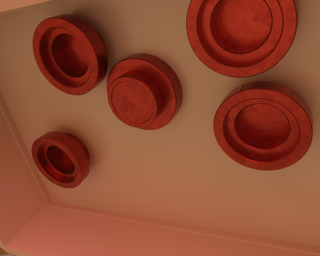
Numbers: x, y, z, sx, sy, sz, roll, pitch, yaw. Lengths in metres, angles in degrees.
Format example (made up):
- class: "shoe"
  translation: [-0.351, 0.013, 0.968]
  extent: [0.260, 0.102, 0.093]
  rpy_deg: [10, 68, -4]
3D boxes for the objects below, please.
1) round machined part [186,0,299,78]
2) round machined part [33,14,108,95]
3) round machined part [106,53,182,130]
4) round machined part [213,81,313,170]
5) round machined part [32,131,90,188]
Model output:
- class: "round machined part"
  translation: [0.078, -0.101, 0.293]
  extent: [0.098, 0.042, 0.097]
  rpy_deg: [13, 124, 20]
- class: "round machined part"
  translation: [-0.108, -0.095, 0.394]
  extent: [0.098, 0.042, 0.097]
  rpy_deg: [13, 124, 20]
- class: "round machined part"
  translation: [-0.025, -0.039, 0.385]
  extent: [0.098, 0.042, 0.097]
  rpy_deg: [13, 124, 20]
- class: "round machined part"
  translation: [0.111, -0.006, 0.335]
  extent: [0.098, 0.042, 0.097]
  rpy_deg: [13, 124, 20]
- class: "round machined part"
  translation: [-0.156, 0.047, 0.507]
  extent: [0.098, 0.042, 0.097]
  rpy_deg: [13, 124, 20]
